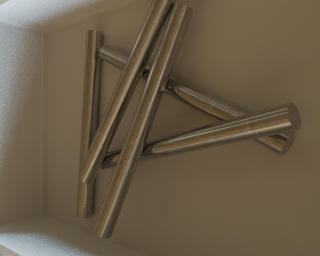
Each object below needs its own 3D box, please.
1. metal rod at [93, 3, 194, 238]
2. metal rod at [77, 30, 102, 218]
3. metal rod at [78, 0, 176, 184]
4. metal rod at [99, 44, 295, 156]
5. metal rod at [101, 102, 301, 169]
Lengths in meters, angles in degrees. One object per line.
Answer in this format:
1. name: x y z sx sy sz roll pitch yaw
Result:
1. metal rod: -0.024 -0.003 0.383 0.025 0.025 0.298 26 99 37
2. metal rod: -0.114 -0.004 0.501 0.025 0.025 0.298 6 94 40
3. metal rod: -0.047 -0.049 0.411 0.025 0.025 0.298 41 114 32
4. metal rod: 0.021 -0.050 0.389 0.300 0.025 0.025 33 110 35
5. metal rod: 0.015 0.021 0.374 0.299 0.025 0.025 -17 79 45
